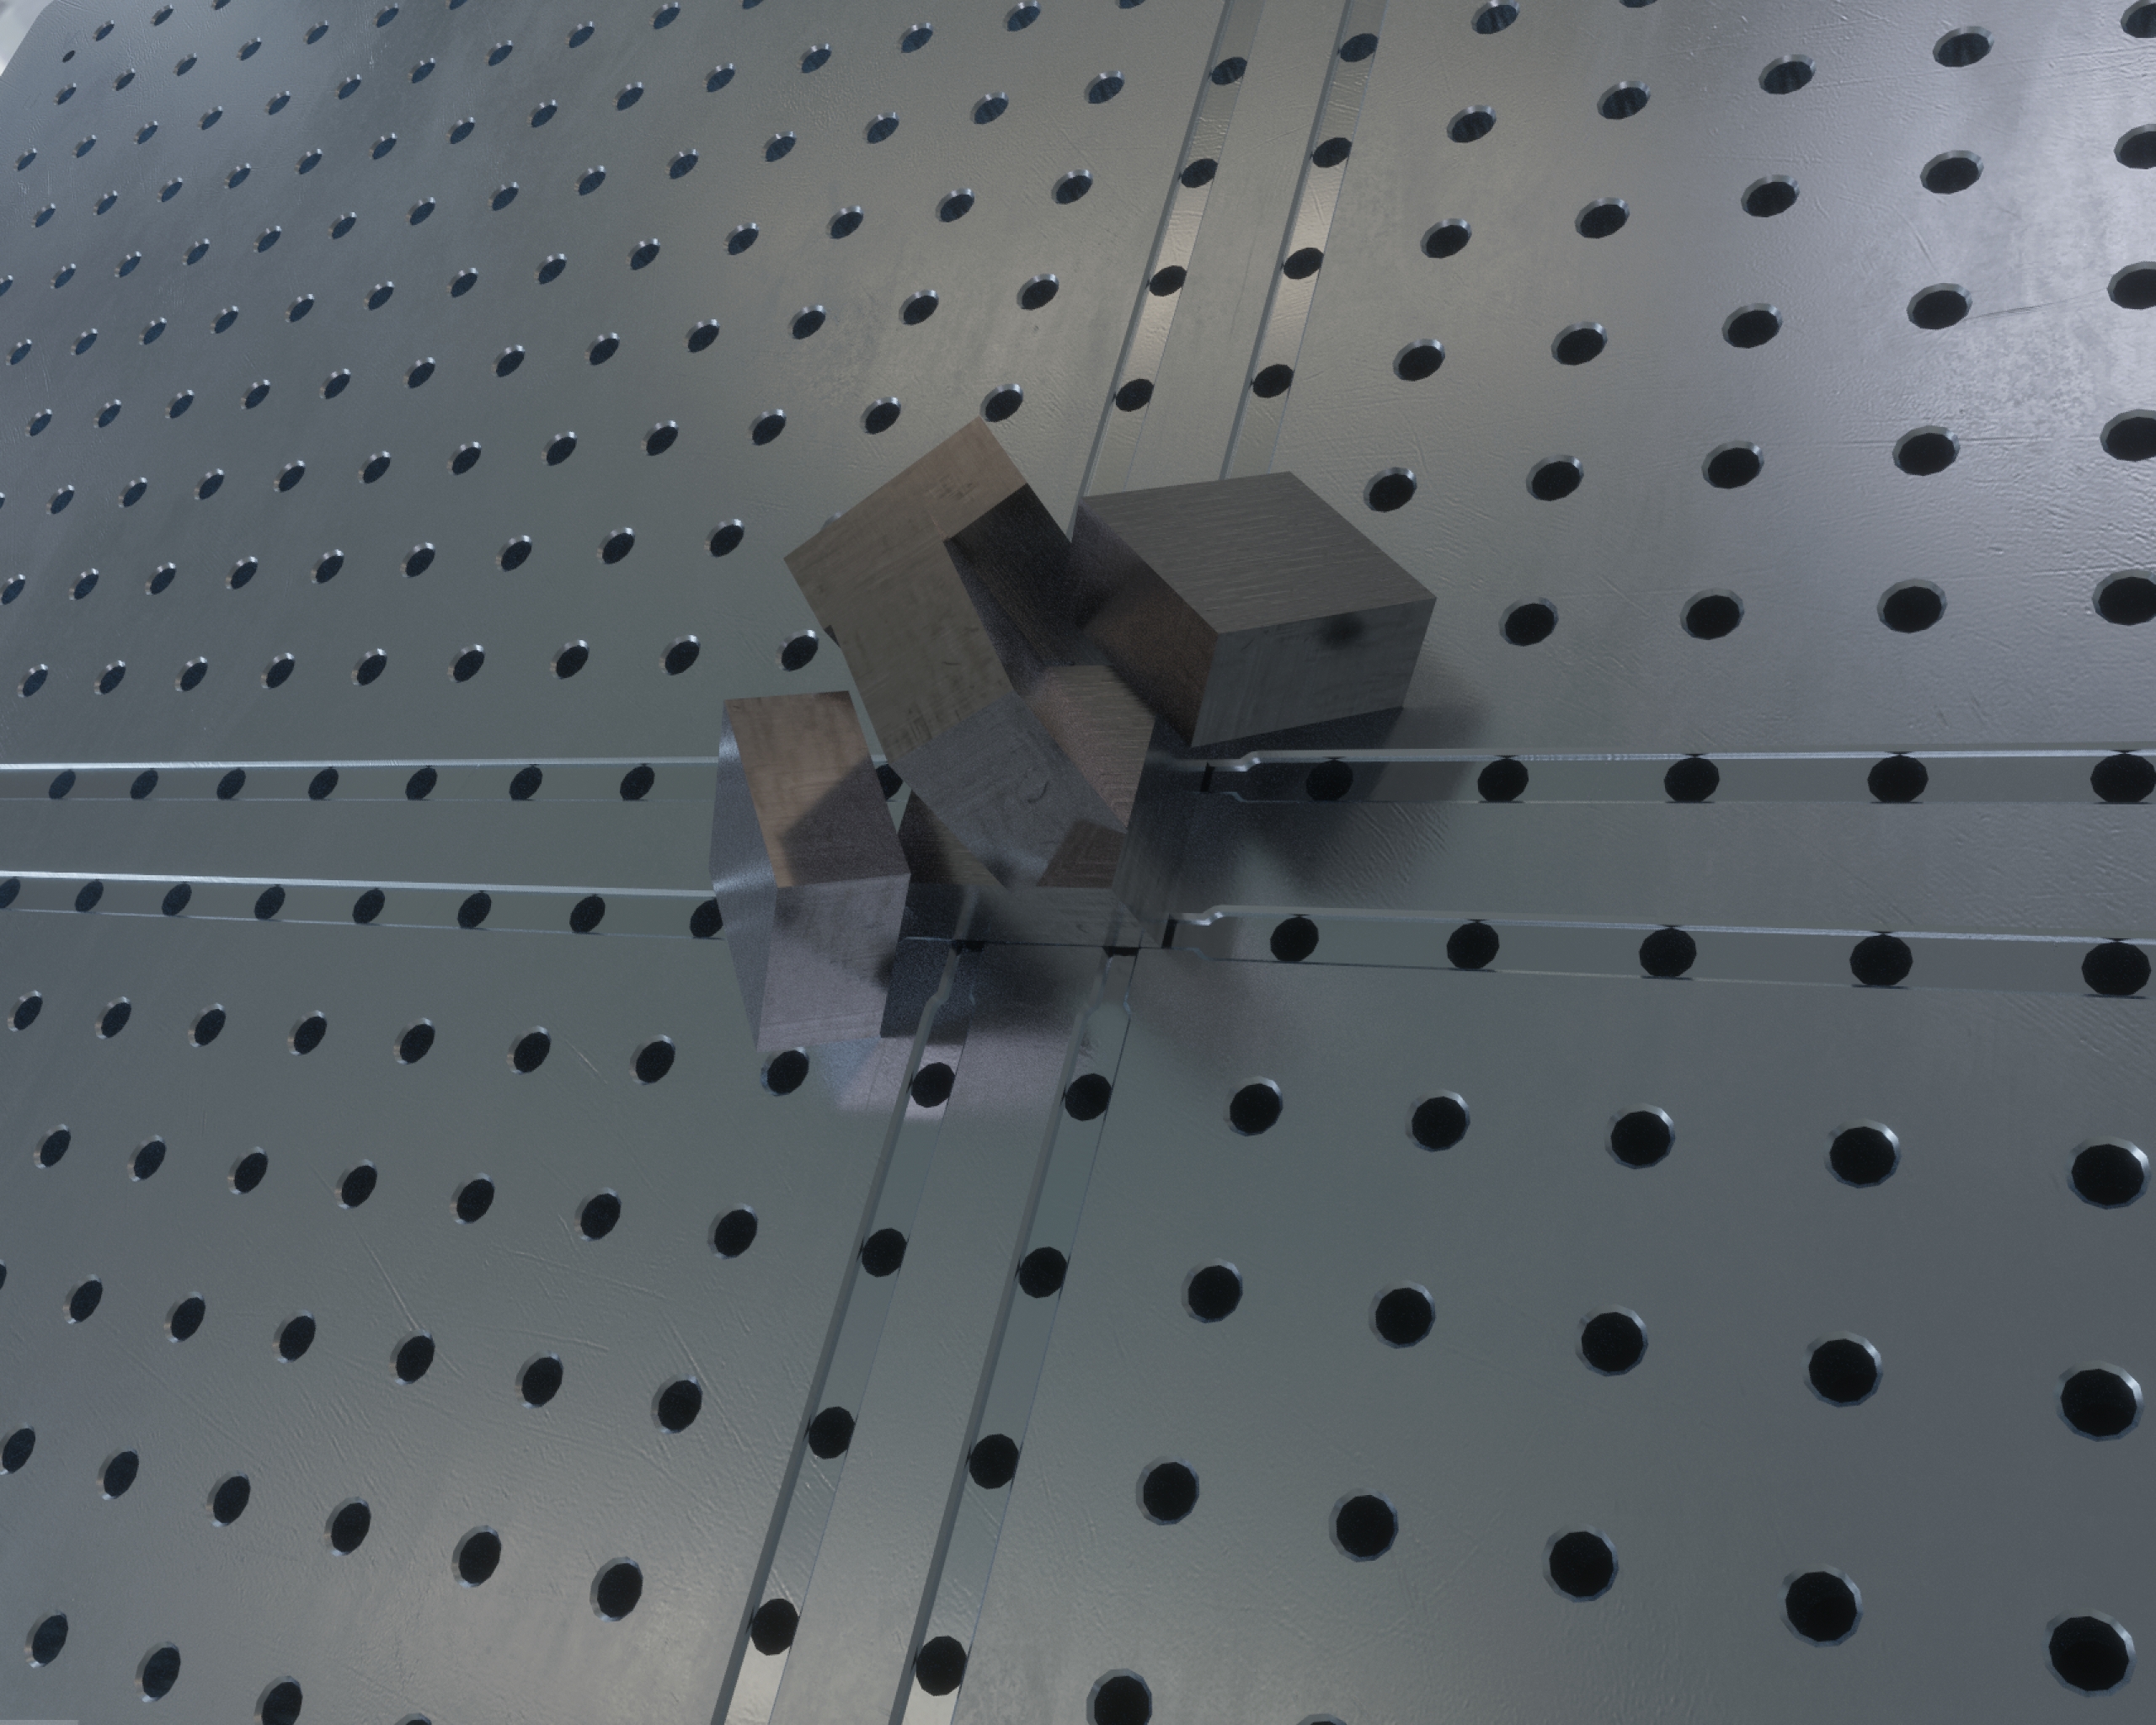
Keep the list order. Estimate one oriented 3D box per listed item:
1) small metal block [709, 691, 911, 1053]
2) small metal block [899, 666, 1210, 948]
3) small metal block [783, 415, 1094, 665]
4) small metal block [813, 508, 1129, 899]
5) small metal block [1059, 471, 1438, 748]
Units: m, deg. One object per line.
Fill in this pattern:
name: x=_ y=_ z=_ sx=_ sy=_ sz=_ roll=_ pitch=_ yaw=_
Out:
small metal block: x=-0.055 y=0.002 z=0.417 sx=0.025 sy=0.050 sz=0.050 roll=-6 pitch=50 yaw=-20
small metal block: x=-0.005 y=-0.012 z=0.419 sx=0.050 sy=0.025 sz=0.050 roll=1 pitch=62 yaw=27
small metal block: x=-0.025 y=-0.057 z=0.442 sx=0.050 sy=0.050 sz=0.025 roll=-35 pitch=51 yaw=5
small metal block: x=-0.020 y=-0.029 z=0.389 sx=0.025 sy=0.050 sz=0.050 roll=-31 pitch=52 yaw=8
small metal block: x=0.032 y=-0.051 z=0.406 sx=0.050 sy=0.025 sz=0.050 roll=-13 pitch=44 yaw=-29
